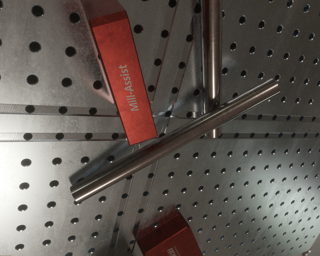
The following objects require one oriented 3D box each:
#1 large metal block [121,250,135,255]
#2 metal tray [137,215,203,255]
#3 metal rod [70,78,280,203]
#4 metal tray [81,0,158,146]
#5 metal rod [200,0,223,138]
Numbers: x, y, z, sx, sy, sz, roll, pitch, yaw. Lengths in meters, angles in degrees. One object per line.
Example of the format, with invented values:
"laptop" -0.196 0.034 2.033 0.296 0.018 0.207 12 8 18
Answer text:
"large metal block" -0.061 0.265 0.508 0.080 0.080 0.050 -29 129 -10
"metal tray" 0.024 0.225 0.563 0.090 0.030 0.129 -30 129 -10
"metal rod" 0.021 0.016 0.411 0.301 0.025 0.025 -28 129 -2
"metal tray" -0.040 -0.058 0.310 0.030 0.090 0.129 -18 126 -7
"metal rod" 0.063 -0.115 0.376 0.025 0.025 0.298 -20 126 -17
